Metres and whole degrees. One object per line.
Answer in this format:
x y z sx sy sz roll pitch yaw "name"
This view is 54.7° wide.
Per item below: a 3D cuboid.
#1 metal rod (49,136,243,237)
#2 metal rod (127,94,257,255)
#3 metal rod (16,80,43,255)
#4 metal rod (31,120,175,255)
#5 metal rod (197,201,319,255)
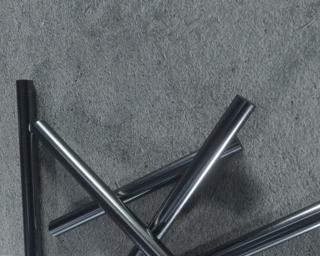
-0.031 0.083 0.419 0.300 0.025 0.025 -28 81 17 "metal rod"
0.020 0.091 0.382 0.025 0.025 0.298 37 109 16 "metal rod"
-0.202 0.075 0.480 0.025 0.025 0.298 -4 89 20 "metal rod"
-0.080 0.085 0.412 0.300 0.025 0.025 39 103 25 "metal rod"
0.073 0.161 0.382 0.300 0.025 0.025 -32 80 17 "metal rod"
